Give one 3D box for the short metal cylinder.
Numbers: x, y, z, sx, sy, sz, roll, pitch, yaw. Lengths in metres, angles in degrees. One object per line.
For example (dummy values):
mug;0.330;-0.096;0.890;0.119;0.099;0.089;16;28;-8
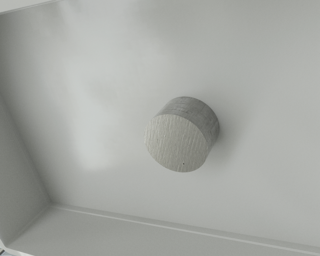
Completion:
short metal cylinder;0.027;0.008;0.382;0.080;0.050;0.079;13;124;20
